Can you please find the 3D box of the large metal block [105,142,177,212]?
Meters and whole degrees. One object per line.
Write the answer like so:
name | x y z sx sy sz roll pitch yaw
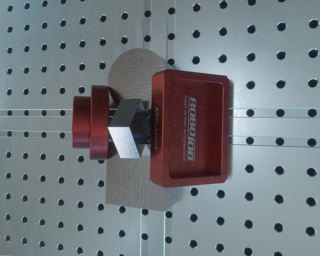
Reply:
large metal block | -0.022 0.059 0.407 0.080 0.050 0.080 2 91 20

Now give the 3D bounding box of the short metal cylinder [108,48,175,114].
short metal cylinder | -0.020 -0.059 0.405 0.080 0.050 0.080 0 90 20

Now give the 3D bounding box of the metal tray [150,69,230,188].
metal tray | 0.036 0.001 0.367 0.030 0.091 0.129 2 91 63

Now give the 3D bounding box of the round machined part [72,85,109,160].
round machined part | -0.091 -0.007 0.402 0.042 0.098 0.097 1 91 -13

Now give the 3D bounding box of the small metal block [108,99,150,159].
small metal block | -0.034 0.001 0.366 0.025 0.050 0.050 0 132 17
